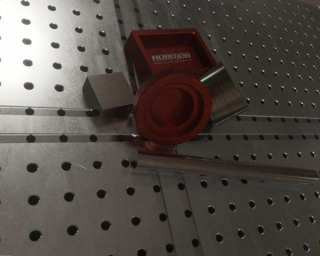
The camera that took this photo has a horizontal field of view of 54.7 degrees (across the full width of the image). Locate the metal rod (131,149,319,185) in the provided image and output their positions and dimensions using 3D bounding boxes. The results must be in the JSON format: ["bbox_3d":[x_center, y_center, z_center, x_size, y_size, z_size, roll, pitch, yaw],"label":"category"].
[{"bbox_3d":[0.106,0.058,0.431,0.302,0.025,0.025,9,58,-24],"label":"metal rod"}]

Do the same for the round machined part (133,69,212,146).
[{"bbox_3d":[0.013,-0.029,0.399,0.099,0.097,0.042,12,24,-22],"label":"round machined part"}]

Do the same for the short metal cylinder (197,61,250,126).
[{"bbox_3d":[0.087,-0.049,0.447,0.080,0.050,0.080,52,18,-24],"label":"short metal cylinder"}]

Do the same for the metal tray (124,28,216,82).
[{"bbox_3d":[0.021,-0.111,0.485,0.131,0.030,0.090,-14,69,-34],"label":"metal tray"}]

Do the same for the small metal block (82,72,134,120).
[{"bbox_3d":[-0.065,-0.043,0.400,0.050,0.025,0.050,-16,70,-35],"label":"small metal block"}]
